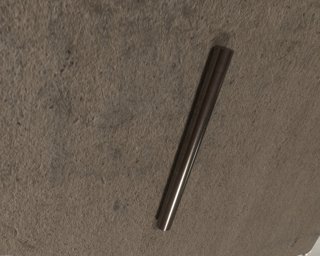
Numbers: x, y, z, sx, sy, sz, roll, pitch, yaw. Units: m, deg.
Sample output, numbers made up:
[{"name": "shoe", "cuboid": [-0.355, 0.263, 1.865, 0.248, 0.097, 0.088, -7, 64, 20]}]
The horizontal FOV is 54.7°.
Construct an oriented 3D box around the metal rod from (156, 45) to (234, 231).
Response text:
[{"name": "metal rod", "cuboid": [0.044, 0.030, 0.451, 0.025, 0.025, 0.298, 2, 118, -30]}]
